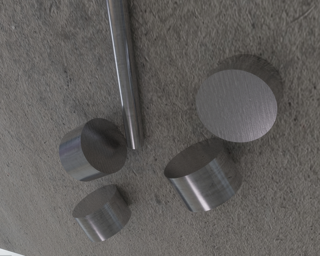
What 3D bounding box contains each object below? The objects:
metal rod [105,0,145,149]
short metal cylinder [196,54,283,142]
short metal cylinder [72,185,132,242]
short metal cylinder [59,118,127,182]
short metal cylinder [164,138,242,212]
[{"bbox_3d":[-0.046,-0.106,0.365,0.025,0.025,0.298,9,123,23],"label":"metal rod"},{"bbox_3d":[0.084,-0.032,0.327,0.080,0.050,0.079,13,124,21],"label":"short metal cylinder"},{"bbox_3d":[-0.094,0.138,0.506,0.080,0.080,0.050,-17,109,35],"label":"short metal cylinder"},{"bbox_3d":[-0.094,0.032,0.440,0.050,0.080,0.080,-23,106,36],"label":"short metal cylinder"},{"bbox_3d":[0.052,0.056,0.378,0.080,0.080,0.050,-21,107,36],"label":"short metal cylinder"}]
